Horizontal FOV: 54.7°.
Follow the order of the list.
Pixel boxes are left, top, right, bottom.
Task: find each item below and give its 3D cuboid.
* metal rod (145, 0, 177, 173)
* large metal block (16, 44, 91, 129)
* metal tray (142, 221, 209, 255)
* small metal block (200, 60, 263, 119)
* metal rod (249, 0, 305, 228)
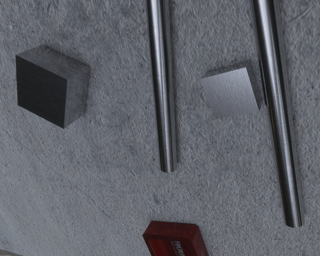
[{"bbox_3d":[0.001,-0.074,0.358,0.025,0.025,0.298,9,123,23],"label":"metal rod"},{"bbox_3d":[-0.148,-0.058,0.431,0.080,0.050,0.079,26,127,11],"label":"large metal block"},{"bbox_3d":[0.034,0.218,0.518,0.090,0.030,0.129,-6,116,30],"label":"metal tray"},{"bbox_3d":[0.079,-0.041,0.339,0.050,0.025,0.050,-10,113,32],"label":"small metal block"},{"bbox_3d":[0.127,-0.014,0.330,0.025,0.025,0.298,-4,117,29],"label":"metal rod"}]
